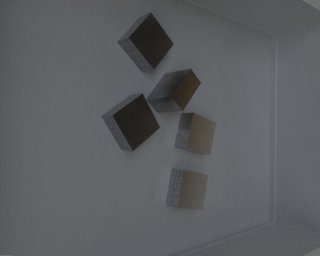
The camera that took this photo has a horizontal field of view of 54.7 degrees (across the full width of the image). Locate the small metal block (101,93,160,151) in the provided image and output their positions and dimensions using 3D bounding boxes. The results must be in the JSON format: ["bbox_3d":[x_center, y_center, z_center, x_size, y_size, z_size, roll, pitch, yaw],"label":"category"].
[{"bbox_3d":[-0.034,-0.007,0.378,0.050,0.025,0.050,-41,115,-32],"label":"small metal block"}]

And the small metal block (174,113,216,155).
[{"bbox_3d":[0.052,0.009,0.450,0.050,0.025,0.050,20,77,-38],"label":"small metal block"}]

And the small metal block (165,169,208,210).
[{"bbox_3d":[0.039,0.087,0.439,0.050,0.025,0.050,17,79,-39],"label":"small metal block"}]

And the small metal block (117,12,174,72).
[{"bbox_3d":[-0.017,-0.107,0.392,0.050,0.025,0.050,49,61,-29],"label":"small metal block"}]

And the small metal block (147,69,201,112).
[{"bbox_3d":[0.018,-0.048,0.405,0.025,0.050,0.050,49,61,-29],"label":"small metal block"}]
